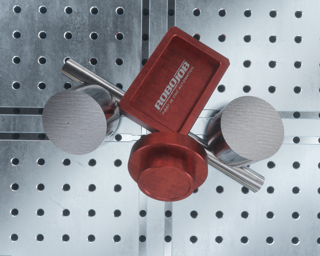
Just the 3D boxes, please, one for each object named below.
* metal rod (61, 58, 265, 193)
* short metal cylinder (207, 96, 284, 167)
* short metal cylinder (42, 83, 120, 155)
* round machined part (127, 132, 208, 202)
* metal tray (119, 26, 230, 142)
[{"bbox_3d":[0.004,-0.003,0.413,0.301,0.025,0.025,32,90,0],"label":"metal rod"},{"bbox_3d":[0.105,0.006,0.390,0.081,0.050,0.080,3,73,-10],"label":"short metal cylinder"},{"bbox_3d":[-0.097,-0.013,0.388,0.080,0.050,0.079,3,107,9],"label":"short metal cylinder"},{"bbox_3d":[0.009,0.054,0.378,0.099,0.042,0.097,4,133,4],"label":"round machined part"},{"bbox_3d":[0.019,-0.054,0.396,0.090,0.030,0.130,32,77,0],"label":"metal tray"}]
